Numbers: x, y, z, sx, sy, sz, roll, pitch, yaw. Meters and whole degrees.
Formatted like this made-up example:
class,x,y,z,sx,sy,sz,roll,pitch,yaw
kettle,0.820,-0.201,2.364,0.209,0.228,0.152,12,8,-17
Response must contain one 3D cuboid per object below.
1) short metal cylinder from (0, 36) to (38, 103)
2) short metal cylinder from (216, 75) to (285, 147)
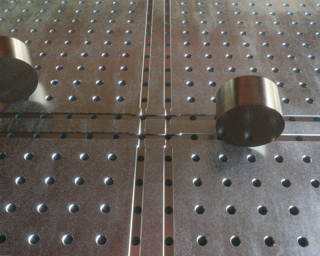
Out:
class,x,y,z,sx,sy,sz,roll,pitch,yaw
short metal cylinder,-0.219,-0.081,0.438,0.081,0.080,0.050,-17,52,-14
short metal cylinder,0.111,-0.019,0.390,0.080,0.080,0.050,5,50,4
